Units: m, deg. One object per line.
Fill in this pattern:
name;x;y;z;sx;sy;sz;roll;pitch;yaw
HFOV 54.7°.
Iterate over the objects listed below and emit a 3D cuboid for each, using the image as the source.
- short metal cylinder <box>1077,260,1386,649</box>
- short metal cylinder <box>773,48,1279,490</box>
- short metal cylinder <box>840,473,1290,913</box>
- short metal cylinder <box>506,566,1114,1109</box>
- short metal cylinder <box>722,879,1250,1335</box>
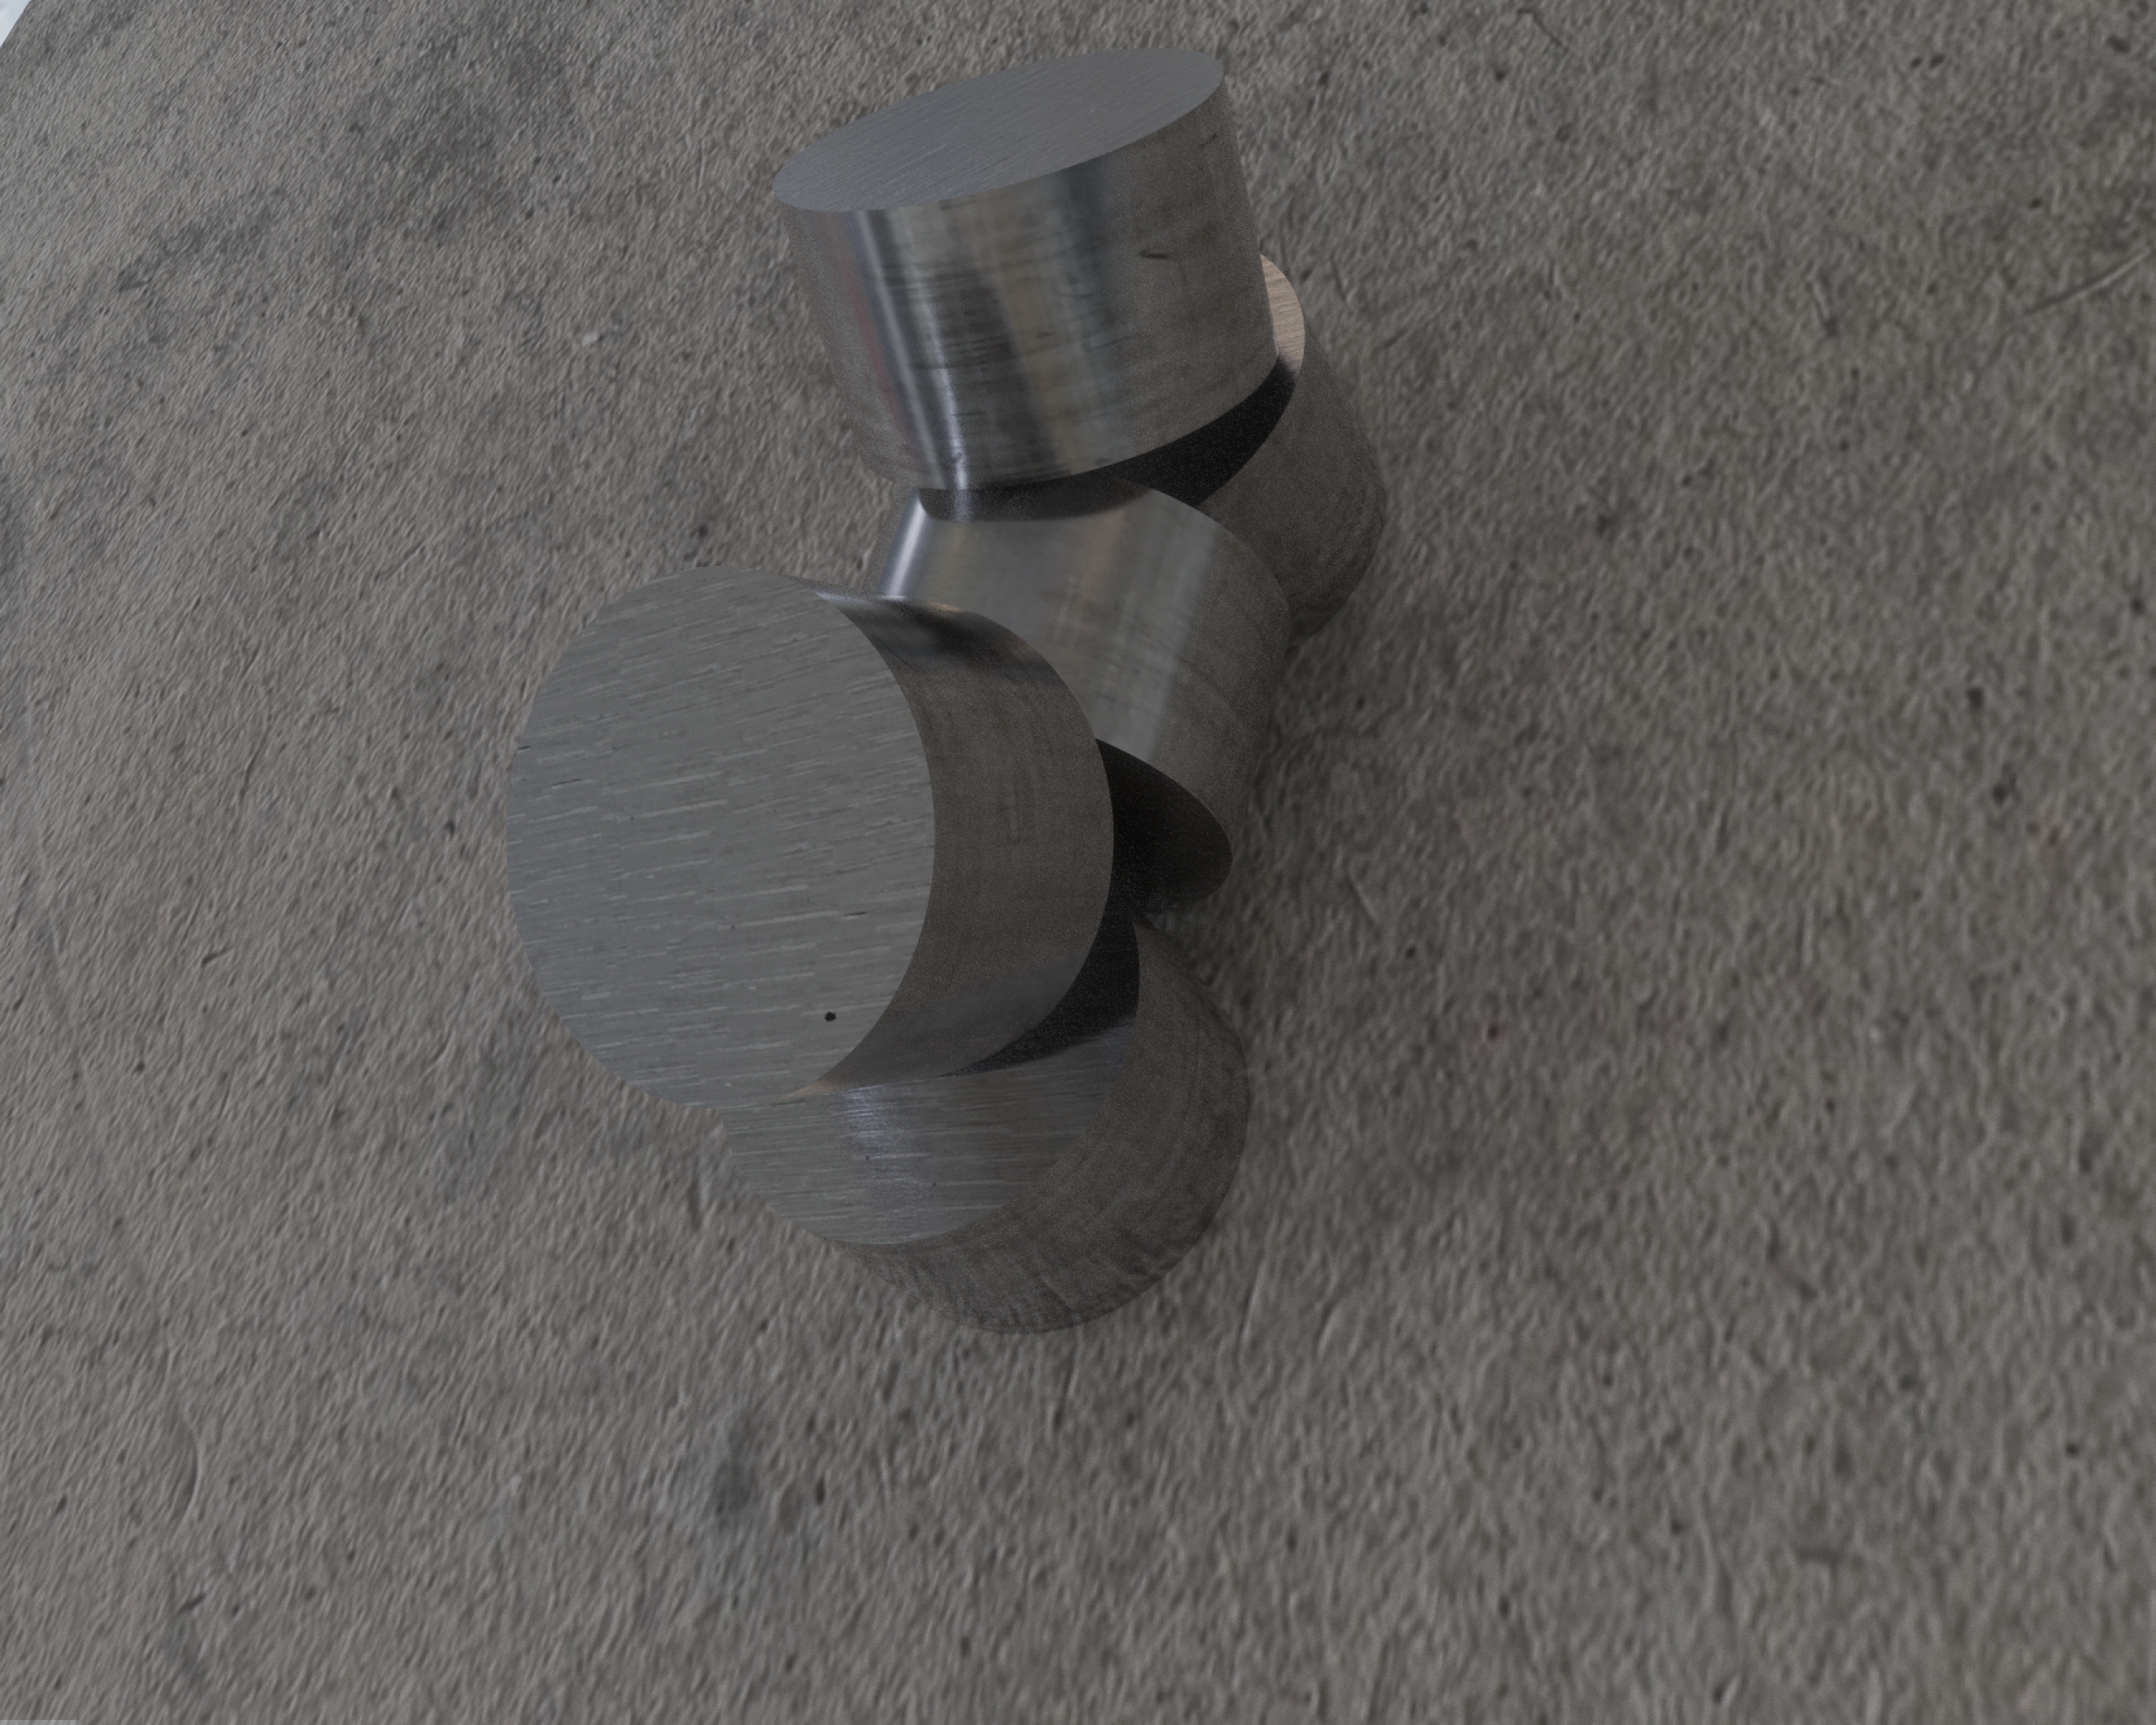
short metal cylinder;0.017;-0.081;0.429;0.080;0.050;0.080;-13;56;21
short metal cylinder;-0.008;-0.108;0.375;0.080;0.050;0.080;-11;33;8
short metal cylinder;-0.005;-0.030;0.390;0.080;0.080;0.050;2;63;29
short metal cylinder;-0.042;-0.004;0.328;0.080;0.050;0.080;0;90;30
short metal cylinder;-0.016;0.038;0.373;0.080;0.050;0.080;-13;56;21
